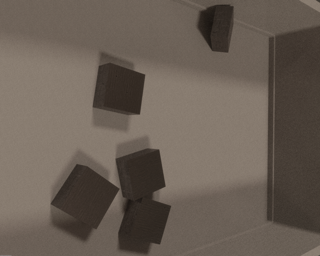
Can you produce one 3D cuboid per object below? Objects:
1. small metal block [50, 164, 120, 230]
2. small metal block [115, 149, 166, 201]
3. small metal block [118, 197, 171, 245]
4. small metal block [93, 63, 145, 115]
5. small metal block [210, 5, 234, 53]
[{"bbox_3d":[-0.081,0.075,0.340,0.050,0.025,0.050,44,64,-32],"label":"small metal block"},{"bbox_3d":[-0.024,0.057,0.389,0.050,0.025,0.050,-16,100,-39],"label":"small metal block"},{"bbox_3d":[-0.018,0.116,0.393,0.050,0.025,0.050,28,73,-37],"label":"small metal block"},{"bbox_3d":[-0.048,-0.045,0.368,0.050,0.025,0.050,12,83,-40],"label":"small metal block"},{"bbox_3d":[0.096,-0.150,0.473,0.050,0.025,0.050,43,58,-73],"label":"small metal block"}]
